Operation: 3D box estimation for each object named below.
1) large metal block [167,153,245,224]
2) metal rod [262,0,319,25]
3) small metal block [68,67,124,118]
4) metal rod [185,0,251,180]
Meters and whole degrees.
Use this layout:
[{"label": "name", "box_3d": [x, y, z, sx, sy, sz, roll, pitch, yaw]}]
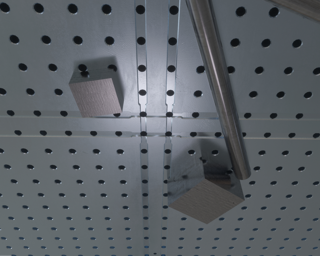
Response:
[{"label": "large metal block", "box_3d": [0.068, 0.095, 0.477, 0.080, 0.050, 0.080, 31, 124, -24]}, {"label": "metal rod", "box_3d": [0.197, -0.109, 0.320, 0.302, 0.025, 0.025, 16, 128, -14]}, {"label": "small metal block", "box_3d": [-0.075, -0.042, 0.375, 0.050, 0.025, 0.050, -7, 130, 6]}, {"label": "metal rod", "box_3d": [0.078, -0.038, 0.379, 0.025, 0.025, 0.299, -15, 129, 12]}]
